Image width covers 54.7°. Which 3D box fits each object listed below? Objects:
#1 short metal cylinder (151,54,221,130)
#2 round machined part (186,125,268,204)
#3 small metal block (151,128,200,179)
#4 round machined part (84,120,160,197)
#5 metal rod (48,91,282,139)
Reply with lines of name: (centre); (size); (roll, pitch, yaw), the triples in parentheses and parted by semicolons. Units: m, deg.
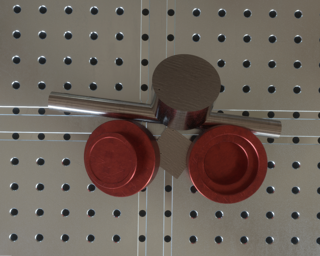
short metal cylinder: (0.030, -0.044, 0.383); (0.081, 0.050, 0.080); (2, 65, -3)
round machined part: (0.083, 0.044, 0.400); (0.099, 0.042, 0.097); (0, 92, -3)
small metal block: (0.017, 0.031, 0.410); (0.050, 0.025, 0.050); (36, 90, 0)
round machined part: (-0.053, 0.038, 0.388); (0.098, 0.042, 0.097); (0, 91, 18)
metal rod: (0.007, -0.017, 0.410); (0.302, 0.025, 0.025); (7, 90, 0)
